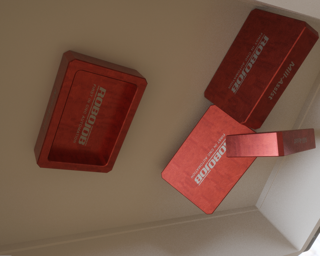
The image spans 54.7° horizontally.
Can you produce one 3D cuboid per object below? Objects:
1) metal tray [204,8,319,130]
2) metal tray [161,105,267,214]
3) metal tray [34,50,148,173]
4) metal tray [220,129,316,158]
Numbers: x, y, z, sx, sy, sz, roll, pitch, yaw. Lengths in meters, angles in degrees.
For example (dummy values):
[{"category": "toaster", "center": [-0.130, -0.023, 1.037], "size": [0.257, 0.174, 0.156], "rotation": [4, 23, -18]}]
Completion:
[{"category": "metal tray", "center": [0.119, -0.075, 0.387], "size": [0.030, 0.090, 0.129], "rotation": [18, 109, -35]}, {"category": "metal tray", "center": [0.074, 0.043, 0.436], "size": [0.129, 0.090, 0.030], "rotation": [-55, 166, 11]}, {"category": "metal tray", "center": [-0.080, -0.012, 0.354], "size": [0.091, 0.030, 0.129], "rotation": [11, 113, -34]}, {"category": "metal tray", "center": [0.155, 0.021, 0.443], "size": [0.131, 0.090, 0.030], "rotation": [-2, 87, -47]}]
